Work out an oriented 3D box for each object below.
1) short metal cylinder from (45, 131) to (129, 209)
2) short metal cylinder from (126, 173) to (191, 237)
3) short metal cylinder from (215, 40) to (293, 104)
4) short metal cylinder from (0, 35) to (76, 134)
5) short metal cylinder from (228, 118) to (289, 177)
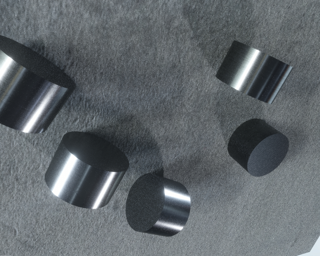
[{"bbox_3d":[-0.083,0.046,0.356,0.081,0.080,0.050,18,109,-36],"label":"short metal cylinder"},{"bbox_3d":[-0.004,0.109,0.439,0.050,0.080,0.080,26,104,-38],"label":"short metal cylinder"},{"bbox_3d":[0.119,-0.071,0.394,0.081,0.080,0.050,13,112,-34],"label":"short metal cylinder"},{"bbox_3d":[-0.125,-0.039,0.279,0.080,0.080,0.050,30,102,-38],"label":"short metal cylinder"},{"bbox_3d":[0.158,0.031,0.499,0.081,0.050,0.079,-14,125,-21],"label":"short metal cylinder"}]
